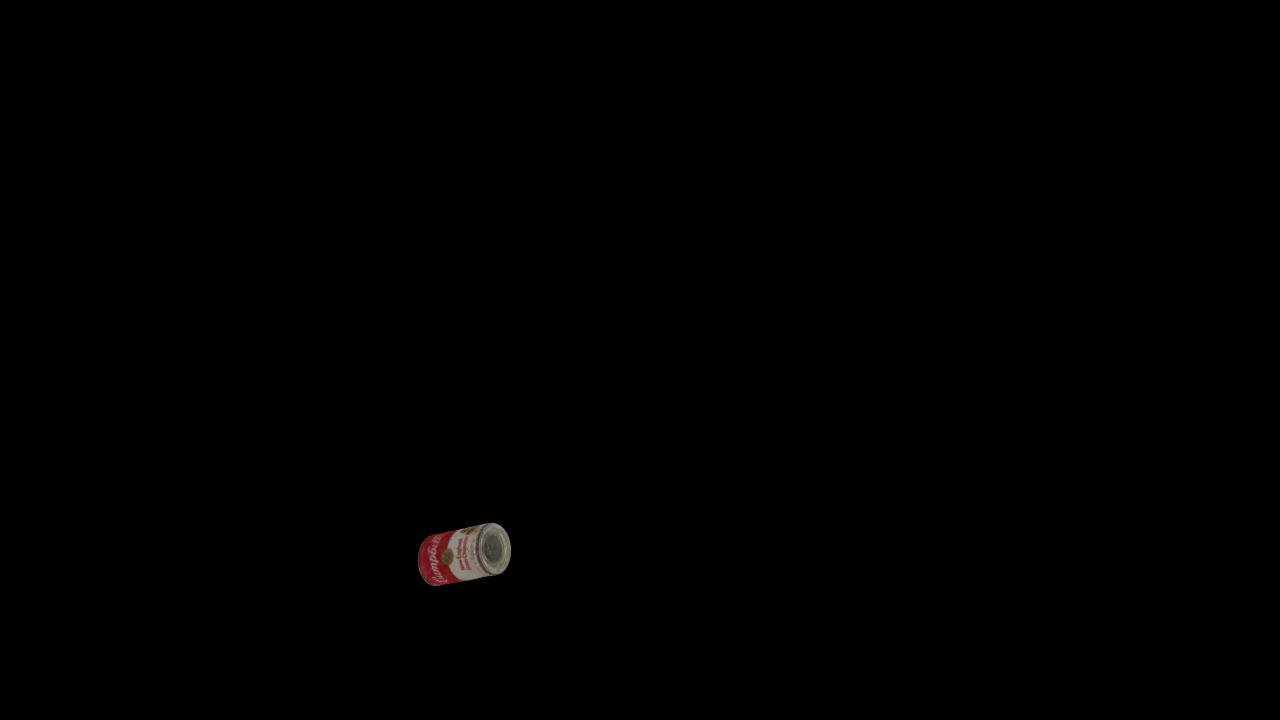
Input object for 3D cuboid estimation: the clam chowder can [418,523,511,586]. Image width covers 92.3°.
[{"bbox_3d":[-0.229,0.256,0.809,0.102,0.068,0.068,-17,-6,22],"label":"clam chowder can"}]
